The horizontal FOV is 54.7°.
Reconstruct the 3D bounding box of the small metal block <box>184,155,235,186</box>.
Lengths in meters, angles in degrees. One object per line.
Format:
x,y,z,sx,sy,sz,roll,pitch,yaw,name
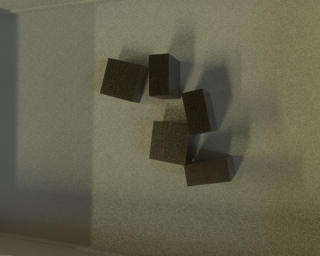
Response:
0.062,0.051,0.375,0.050,0.050,0.025,-11,87,19,small metal block

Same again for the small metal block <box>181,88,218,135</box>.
0.050,-0.018,0.379,0.025,0.050,0.050,-13,86,19,small metal block

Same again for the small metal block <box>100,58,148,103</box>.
-0.049,-0.065,0.427,0.050,0.025,0.050,16,95,19,small metal block

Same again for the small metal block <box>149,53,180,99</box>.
0.007,-0.064,0.394,0.025,0.050,0.050,0,90,20,small metal block

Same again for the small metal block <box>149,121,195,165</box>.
0.017,0.019,0.401,0.050,0.025,0.050,8,93,26,small metal block
